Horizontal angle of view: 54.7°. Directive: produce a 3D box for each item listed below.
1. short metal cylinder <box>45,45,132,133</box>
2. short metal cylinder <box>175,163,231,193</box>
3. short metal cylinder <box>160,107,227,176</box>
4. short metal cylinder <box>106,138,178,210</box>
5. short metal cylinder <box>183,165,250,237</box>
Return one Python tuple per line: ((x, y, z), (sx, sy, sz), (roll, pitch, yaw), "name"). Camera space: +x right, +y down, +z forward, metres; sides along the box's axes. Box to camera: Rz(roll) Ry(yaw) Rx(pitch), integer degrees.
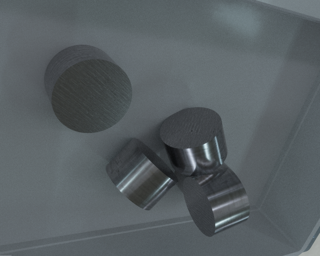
((-0.076, -0.041, 0.326), (0.081, 0.050, 0.079), (-14, 125, -21), "short metal cylinder")
((0.069, 0.079, 0.481), (0.081, 0.050, 0.079), (-14, 125, -21), "short metal cylinder")
((0.045, 0.017, 0.410), (0.080, 0.080, 0.050), (-28, 128, -11), "short metal cylinder")
((-0.023, 0.058, 0.398), (0.050, 0.080, 0.080), (-46, 130, 3), "short metal cylinder")
((0.072, 0.095, 0.408), (0.050, 0.080, 0.079), (-16, 125, -20), "short metal cylinder")
